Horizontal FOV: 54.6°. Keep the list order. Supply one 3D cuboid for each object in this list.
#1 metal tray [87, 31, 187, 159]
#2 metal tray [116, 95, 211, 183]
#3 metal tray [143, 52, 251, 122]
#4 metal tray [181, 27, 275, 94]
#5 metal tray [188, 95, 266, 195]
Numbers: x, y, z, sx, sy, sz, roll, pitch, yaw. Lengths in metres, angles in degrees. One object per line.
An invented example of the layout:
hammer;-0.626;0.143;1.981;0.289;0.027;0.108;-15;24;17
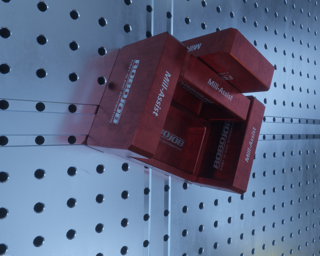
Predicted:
metal tray;-0.027;-0.035;0.343;0.030;0.090;0.130;28;73;-37
metal tray;0.007;0.011;0.410;0.131;0.030;0.090;28;73;-37
metal tray;0.043;-0.046;0.401;0.131;0.090;0.030;27;73;-37
metal tray;0.062;-0.075;0.391;0.090;0.130;0.030;28;73;-37
metal tray;0.090;0.021;0.440;0.030;0.090;0.130;28;73;-37
